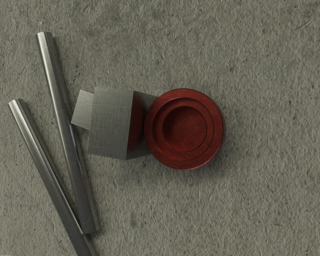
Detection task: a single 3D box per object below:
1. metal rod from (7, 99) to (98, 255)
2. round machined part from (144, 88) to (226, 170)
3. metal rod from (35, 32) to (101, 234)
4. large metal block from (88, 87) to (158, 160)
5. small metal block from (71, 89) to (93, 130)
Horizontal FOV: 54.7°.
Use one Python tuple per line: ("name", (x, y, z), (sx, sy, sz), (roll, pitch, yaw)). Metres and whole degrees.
("metal rod", (-0.155, 0.090, 0.462), (0.025, 0.025, 0.299), (-32, 80, 17))
("round machined part", (0.033, 0.001, 0.388), (0.098, 0.042, 0.097), (0, 90, 19))
("metal rod", (-0.136, 0.003, 0.455), (0.025, 0.025, 0.298), (-17, 84, 19))
("large metal block", (-0.044, -0.006, 0.394), (0.050, 0.080, 0.079), (8, 93, 19))
("small metal block", (-0.093, -0.023, 0.440), (0.050, 0.025, 0.050), (20, 96, 18))
